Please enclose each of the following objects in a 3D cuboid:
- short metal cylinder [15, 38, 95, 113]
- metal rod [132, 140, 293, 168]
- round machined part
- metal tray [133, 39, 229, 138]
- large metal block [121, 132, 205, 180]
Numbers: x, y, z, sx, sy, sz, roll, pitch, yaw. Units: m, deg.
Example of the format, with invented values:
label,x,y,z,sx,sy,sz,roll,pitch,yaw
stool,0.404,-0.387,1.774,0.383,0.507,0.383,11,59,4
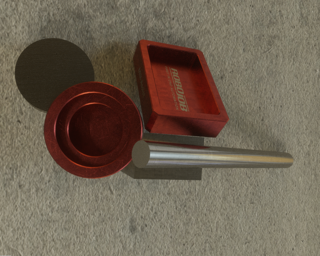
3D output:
label,x,y,z,sx,sy,sz,roll,pitch,yaw
short metal cylinder,-0.119,-0.056,0.353,0.081,0.050,0.079,0,90,-21
metal rod,0.090,0.037,0.382,0.302,0.025,0.025,7,88,-44
round machined part,-0.067,0.002,0.330,0.099,0.042,0.097,0,89,0
metal tray,0.021,-0.050,0.376,0.091,0.030,0.130,5,49,-20
large metal block,-0.002,0.032,0.381,0.081,0.080,0.050,5,89,-20
